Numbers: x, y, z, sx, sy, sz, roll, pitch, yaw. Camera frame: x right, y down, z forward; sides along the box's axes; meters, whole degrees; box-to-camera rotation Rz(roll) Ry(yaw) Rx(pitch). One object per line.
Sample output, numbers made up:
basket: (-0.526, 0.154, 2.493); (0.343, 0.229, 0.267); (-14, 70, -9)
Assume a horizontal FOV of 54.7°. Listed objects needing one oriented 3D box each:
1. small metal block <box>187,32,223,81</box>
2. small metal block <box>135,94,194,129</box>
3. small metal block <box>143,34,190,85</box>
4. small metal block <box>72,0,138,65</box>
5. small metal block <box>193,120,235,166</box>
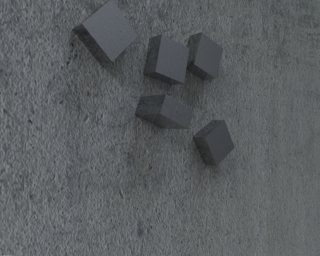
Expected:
small metal block: (0.063, -0.104, 0.457); (0.050, 0.025, 0.050); (23, 75, -38)
small metal block: (0.005, -0.019, 0.392); (0.050, 0.050, 0.025); (27, 73, -37)
small metal block: (0.009, -0.089, 0.412); (0.050, 0.025, 0.050); (15, 80, -39)
small metal block: (-0.061, -0.108, 0.353); (0.050, 0.025, 0.050); (52, 60, -27)
small metal block: (0.083, 0.022, 0.474); (0.050, 0.025, 0.050); (-38, 113, -33)
